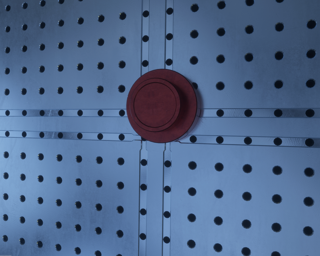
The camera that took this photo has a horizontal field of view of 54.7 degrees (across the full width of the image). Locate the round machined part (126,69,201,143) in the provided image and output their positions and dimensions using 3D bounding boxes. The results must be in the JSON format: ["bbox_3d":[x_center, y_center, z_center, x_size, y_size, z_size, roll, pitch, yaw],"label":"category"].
[{"bbox_3d":[0.000,-0.029,0.403,0.098,0.042,0.097,0,90,19],"label":"round machined part"}]
